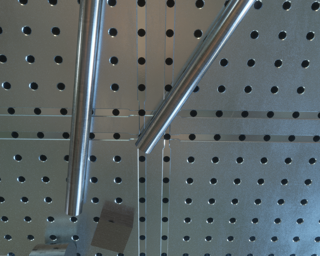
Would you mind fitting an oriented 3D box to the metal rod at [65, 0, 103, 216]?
[{"bbox_3d":[-0.103,-0.016,0.406,0.025,0.025,0.298,9,110,-4],"label":"metal rod"}]

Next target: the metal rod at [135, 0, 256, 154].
[{"bbox_3d":[0.057,-0.091,0.380,0.025,0.025,0.299,31,107,-11],"label":"metal rod"}]

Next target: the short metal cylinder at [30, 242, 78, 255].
[{"bbox_3d":[-0.158,0.214,0.461,0.050,0.080,0.079,-4,110,1],"label":"short metal cylinder"}]

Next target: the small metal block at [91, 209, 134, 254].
[{"bbox_3d":[-0.072,0.157,0.470,0.050,0.025,0.050,18,109,-7],"label":"small metal block"}]
